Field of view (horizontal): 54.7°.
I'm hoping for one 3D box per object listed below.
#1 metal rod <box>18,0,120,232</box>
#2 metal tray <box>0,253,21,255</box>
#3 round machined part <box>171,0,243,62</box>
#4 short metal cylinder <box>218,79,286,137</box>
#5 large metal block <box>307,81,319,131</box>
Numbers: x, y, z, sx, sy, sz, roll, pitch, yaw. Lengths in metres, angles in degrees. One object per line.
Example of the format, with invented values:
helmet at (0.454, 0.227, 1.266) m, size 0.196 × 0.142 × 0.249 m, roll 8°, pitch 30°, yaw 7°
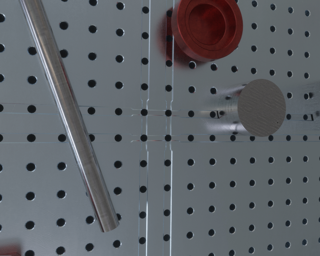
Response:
metal rod at (-0.108, -0.017, 0.372) m, size 0.025 × 0.025 × 0.298 m, roll -20°, pitch 97°, yaw -19°
metal tray at (-0.220, 0.192, 0.329) m, size 0.131 × 0.030 × 0.089 m, roll -1°, pitch 90°, yaw -20°
round machined part at (0.061, -0.139, 0.426) m, size 0.099 × 0.042 × 0.097 m, roll 0°, pitch 90°, yaw -20°
short metal cylinder at (0.132, -0.028, 0.448) m, size 0.081 × 0.050 × 0.079 m, roll 0°, pitch 90°, yaw -20°
large metal block at (0.291, -0.040, 0.490) m, size 0.050 × 0.080 × 0.080 m, roll -15°, pitch 95°, yaw -19°
